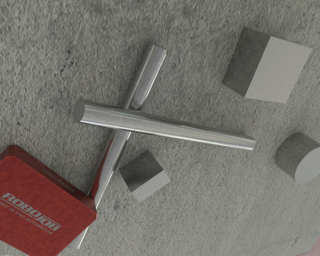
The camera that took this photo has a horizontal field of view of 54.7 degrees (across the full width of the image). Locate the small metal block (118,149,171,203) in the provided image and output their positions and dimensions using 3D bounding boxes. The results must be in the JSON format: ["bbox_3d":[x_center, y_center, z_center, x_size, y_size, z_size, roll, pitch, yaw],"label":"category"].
[{"bbox_3d":[-0.022,0.064,0.420,0.050,0.050,0.025,-34,129,-6],"label":"small metal block"}]

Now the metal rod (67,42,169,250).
[{"bbox_3d":[-0.063,0.035,0.395,0.025,0.025,0.298,13,112,-34],"label":"metal rod"}]

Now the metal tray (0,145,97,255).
[{"bbox_3d":[-0.151,0.092,0.362,0.090,0.030,0.130,-44,118,1],"label":"metal tray"}]

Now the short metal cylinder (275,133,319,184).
[{"bbox_3d":[0.261,0.055,0.571,0.081,0.050,0.079,-14,125,-21],"label":"short metal cylinder"}]

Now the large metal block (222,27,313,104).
[{"bbox_3d":[0.143,-0.083,0.420,0.081,0.050,0.079,4,117,-31],"label":"large metal block"}]

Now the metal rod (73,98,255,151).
[{"bbox_3d":[0.032,0.004,0.406,0.302,0.025,0.025,11,113,-41],"label":"metal rod"}]
